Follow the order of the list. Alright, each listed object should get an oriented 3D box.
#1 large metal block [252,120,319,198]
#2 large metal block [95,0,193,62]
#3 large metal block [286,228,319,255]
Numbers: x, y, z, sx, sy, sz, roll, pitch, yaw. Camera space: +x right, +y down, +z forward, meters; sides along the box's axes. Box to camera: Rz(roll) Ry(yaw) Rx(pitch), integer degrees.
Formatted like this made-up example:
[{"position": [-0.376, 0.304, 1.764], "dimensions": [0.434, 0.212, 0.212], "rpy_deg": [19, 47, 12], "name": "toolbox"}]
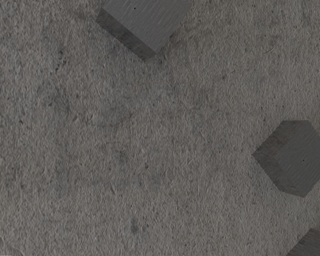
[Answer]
[{"position": [0.203, 0.044, 0.471], "dimensions": [0.080, 0.050, 0.080], "rpy_deg": [-43, 104, -15], "name": "large metal block"}, {"position": [-0.021, -0.144, 0.388], "dimensions": [0.080, 0.050, 0.080], "rpy_deg": [37, 78, -16], "name": "large metal block"}, {"position": [0.249, 0.211, 0.472], "dimensions": [0.080, 0.080, 0.050], "rpy_deg": [-37, 102, -16], "name": "large metal block"}]
